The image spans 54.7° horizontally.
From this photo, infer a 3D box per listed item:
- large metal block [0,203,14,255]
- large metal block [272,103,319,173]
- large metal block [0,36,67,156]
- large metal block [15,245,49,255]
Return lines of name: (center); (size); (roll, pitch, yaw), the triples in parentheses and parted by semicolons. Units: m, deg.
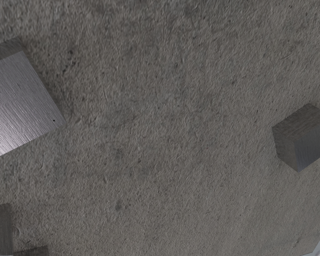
large metal block: (-0.207, 0.136, 0.342); (0.081, 0.080, 0.050); (-5, 121, -26)
large metal block: (0.249, 0.017, 0.537); (0.080, 0.050, 0.080); (-33, 129, -7)
large metal block: (-0.148, -0.028, 0.292); (0.080, 0.050, 0.080); (-28, 128, -11)
large metal block: (-0.192, 0.215, 0.419); (0.081, 0.050, 0.079); (-3, 120, -27)
